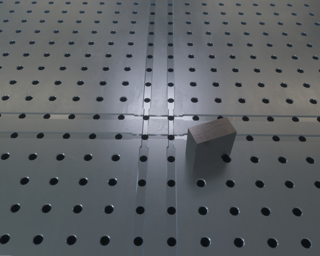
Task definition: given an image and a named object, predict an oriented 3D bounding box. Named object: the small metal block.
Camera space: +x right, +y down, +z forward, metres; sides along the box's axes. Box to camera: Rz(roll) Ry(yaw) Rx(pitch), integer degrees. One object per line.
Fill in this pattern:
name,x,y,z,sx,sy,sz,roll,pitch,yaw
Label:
small metal block,0.061,0.018,0.377,0.050,0.050,0.025,-16,52,-13
